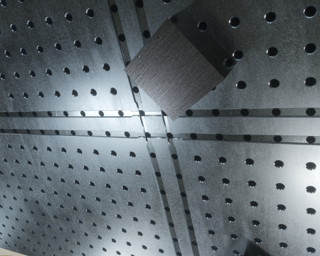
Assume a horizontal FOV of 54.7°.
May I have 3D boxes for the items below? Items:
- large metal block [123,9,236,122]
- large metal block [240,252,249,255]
[{"bbox_3d":[0.022,-0.068,0.341,0.080,0.050,0.080,46,129,-4],"label":"large metal block"},{"bbox_3d":[0.137,0.252,0.478,0.080,0.050,0.079,35,129,5],"label":"large metal block"}]
